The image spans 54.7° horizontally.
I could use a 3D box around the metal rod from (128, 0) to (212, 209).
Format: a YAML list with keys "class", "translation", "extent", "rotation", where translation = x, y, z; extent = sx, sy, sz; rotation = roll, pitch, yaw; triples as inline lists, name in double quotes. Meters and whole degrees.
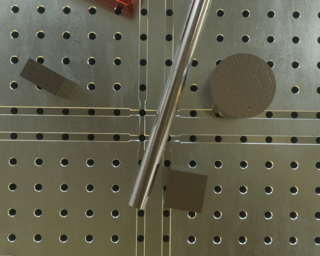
- class: "metal rod"
  translation: [0.015, -0.039, 0.413]
  extent: [0.025, 0.025, 0.298]
  rotation: [18, 90, -1]

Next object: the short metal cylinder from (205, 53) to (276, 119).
- class: "short metal cylinder"
  translation: [0.101, -0.052, 0.402]
  extent: [0.081, 0.050, 0.079]
  rotation: [0, 90, -1]

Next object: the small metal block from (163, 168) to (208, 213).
- class: "small metal block"
  translation: [0.033, 0.082, 0.414]
  extent: [0.050, 0.025, 0.050]
  rotation: [10, 90, -1]

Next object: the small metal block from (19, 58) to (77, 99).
- class: "small metal block"
  translation: [-0.142, -0.062, 0.399]
  extent: [0.050, 0.050, 0.025]
  rotation: [29, 90, -1]

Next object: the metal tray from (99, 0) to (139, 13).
- class: "metal tray"
  translation: [-0.079, -0.222, 0.410]
  extent: [0.131, 0.030, 0.090]
  rotation: [24, 90, -1]
